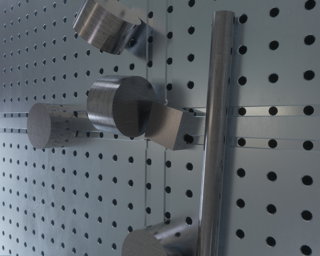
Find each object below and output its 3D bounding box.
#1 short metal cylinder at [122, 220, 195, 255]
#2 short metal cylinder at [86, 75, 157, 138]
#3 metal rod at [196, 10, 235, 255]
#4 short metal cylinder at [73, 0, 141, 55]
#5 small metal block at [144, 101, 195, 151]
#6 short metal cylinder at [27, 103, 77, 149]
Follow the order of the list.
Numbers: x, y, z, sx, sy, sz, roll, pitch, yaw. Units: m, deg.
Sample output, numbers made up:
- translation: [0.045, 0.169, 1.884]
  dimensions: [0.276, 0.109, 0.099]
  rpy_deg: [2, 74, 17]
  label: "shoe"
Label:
- translation: [-0.003, 0.164, 0.396]
  dimensions: [0.080, 0.050, 0.079]
  rpy_deg: [0, 90, 40]
  label: "short metal cylinder"
- translation: [-0.050, -0.030, 0.415]
  dimensions: [0.050, 0.081, 0.079]
  rpy_deg: [10, 96, 39]
  label: "short metal cylinder"
- translation: [0.063, 0.020, 0.357]
  dimensions: [0.025, 0.025, 0.298]
  rpy_deg: [6, 94, 40]
  label: "metal rod"
- translation: [-0.074, -0.148, 0.434]
  dimensions: [0.080, 0.081, 0.050]
  rpy_deg: [52, 120, 27]
  label: "short metal cylinder"
- translation: [0.011, -0.004, 0.400]
  dimensions: [0.050, 0.025, 0.050]
  rpy_deg: [23, 105, 37]
  label: "small metal block"
- translation: [-0.194, -0.004, 0.553]
  dimensions: [0.080, 0.050, 0.079]
  rpy_deg: [0, 90, 40]
  label: "short metal cylinder"
